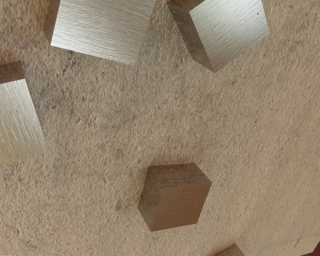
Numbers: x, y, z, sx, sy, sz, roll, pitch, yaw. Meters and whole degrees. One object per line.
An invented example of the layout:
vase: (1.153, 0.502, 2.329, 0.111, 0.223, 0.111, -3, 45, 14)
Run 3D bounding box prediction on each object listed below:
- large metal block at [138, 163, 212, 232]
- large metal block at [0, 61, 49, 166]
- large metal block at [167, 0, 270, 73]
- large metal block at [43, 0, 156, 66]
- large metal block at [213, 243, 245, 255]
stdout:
large metal block: (0.021, 0.102, 0.465, 0.081, 0.050, 0.079, 0, 119, -29)
large metal block: (-0.161, -0.010, 0.296, 0.081, 0.050, 0.079, -17, 126, -19)
large metal block: (0.067, -0.124, 0.351, 0.080, 0.050, 0.080, -37, 129, -4)
large metal block: (-0.056, -0.113, 0.290, 0.081, 0.050, 0.079, 8, 115, -32)
large metal block: (0.142, 0.306, 0.657, 0.081, 0.050, 0.080, -21, 127, -16)
